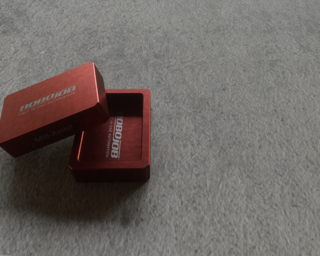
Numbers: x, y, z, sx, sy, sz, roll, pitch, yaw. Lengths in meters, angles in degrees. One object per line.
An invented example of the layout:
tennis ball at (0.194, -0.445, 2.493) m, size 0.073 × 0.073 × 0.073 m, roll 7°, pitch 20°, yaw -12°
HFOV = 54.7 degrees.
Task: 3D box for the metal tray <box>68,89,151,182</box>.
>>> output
metal tray at (-0.058, 0.005, 0.394) m, size 0.091 × 0.030 × 0.130 m, roll 0°, pitch 50°, yaw -1°

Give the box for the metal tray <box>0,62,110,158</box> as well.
metal tray at (-0.134, -0.025, 0.391) m, size 0.131 × 0.030 × 0.090 m, roll -21°, pitch 47°, yaw 4°
